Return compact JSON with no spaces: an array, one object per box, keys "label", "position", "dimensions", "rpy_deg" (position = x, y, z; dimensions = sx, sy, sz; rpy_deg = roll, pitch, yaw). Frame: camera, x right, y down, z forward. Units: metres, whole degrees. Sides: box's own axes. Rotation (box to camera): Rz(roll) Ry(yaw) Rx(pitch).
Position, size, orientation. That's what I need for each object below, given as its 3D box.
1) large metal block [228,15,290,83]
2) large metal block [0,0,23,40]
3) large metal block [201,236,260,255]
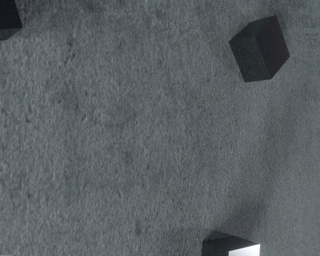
[{"label":"large metal block","position":[0.174,-0.136,0.538],"dimensions":[0.080,0.050,0.080],"rpy_deg":[-45,117,-31]},{"label":"large metal block","position":[-0.170,-0.111,0.246],"dimensions":[0.081,0.050,0.079],"rpy_deg":[-22,104,-38]},{"label":"large metal block","position":[0.109,0.220,0.483],"dimensions":[0.081,0.050,0.080],"rpy_deg":[9,85,-40]}]
